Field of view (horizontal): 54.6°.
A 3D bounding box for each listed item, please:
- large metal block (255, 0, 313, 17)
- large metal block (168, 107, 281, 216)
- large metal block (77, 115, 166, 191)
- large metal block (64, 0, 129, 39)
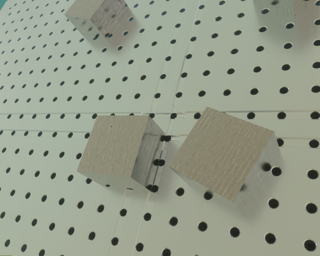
[{"bbox_3d":[0.164,-0.209,0.416,0.050,0.080,0.080,-43,51,-1],"label":"large metal block"},{"bbox_3d":[0.070,0.034,0.335,0.080,0.050,0.080,25,75,37],"label":"large metal block"},{"bbox_3d":[-0.048,0.031,0.399,0.080,0.050,0.080,1,62,29],"label":"large metal block"},{"bbox_3d":[-0.121,-0.225,0.595,0.080,0.050,0.080,23,74,36],"label":"large metal block"}]
